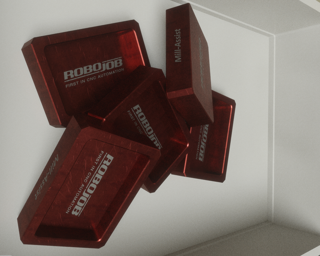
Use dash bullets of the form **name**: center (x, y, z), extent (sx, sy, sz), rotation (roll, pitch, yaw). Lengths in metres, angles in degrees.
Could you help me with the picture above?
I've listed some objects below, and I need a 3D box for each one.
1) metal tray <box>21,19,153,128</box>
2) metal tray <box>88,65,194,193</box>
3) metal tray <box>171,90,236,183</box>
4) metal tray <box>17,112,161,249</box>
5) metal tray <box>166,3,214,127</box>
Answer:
- **metal tray**: center (-0.070, -0.063, 0.343), extent (0.131, 0.030, 0.089), rotation (-26, 107, -37)
- **metal tray**: center (-0.015, 0.004, 0.363), extent (0.090, 0.030, 0.130), rotation (-47, 133, -22)
- **metal tray**: center (0.066, 0.011, 0.459), extent (0.091, 0.030, 0.129), rotation (16, 80, -39)
- **metal tray**: center (-0.069, 0.058, 0.307), extent (0.091, 0.030, 0.129), rotation (22, 105, -38)
- **metal tray**: center (0.038, -0.077, 0.390), extent (0.090, 0.030, 0.130), rotation (44, 41, -56)
